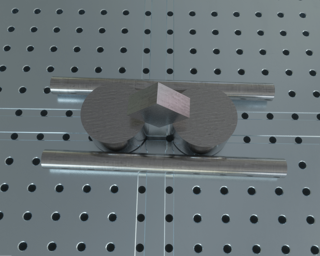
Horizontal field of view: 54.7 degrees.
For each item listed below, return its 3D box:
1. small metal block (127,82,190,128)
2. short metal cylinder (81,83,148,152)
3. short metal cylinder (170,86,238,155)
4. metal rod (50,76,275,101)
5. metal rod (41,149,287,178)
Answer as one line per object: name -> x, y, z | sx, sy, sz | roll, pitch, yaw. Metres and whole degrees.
small metal block -> -0.001, -0.024, 0.355 | 0.050, 0.050, 0.025 | 21, 63, -39
short metal cylinder -> -0.056, -0.011, 0.398 | 0.081, 0.050, 0.080 | 0, 70, 0
short metal cylinder -> 0.054, -0.007, 0.398 | 0.081, 0.050, 0.080 | 0, 70, 0
metal rod -> 0.003, -0.054, 0.428 | 0.302, 0.025, 0.025 | 2, 70, 0
metal rod -> 0.005, 0.045, 0.392 | 0.302, 0.025, 0.025 | 2, 70, 0
